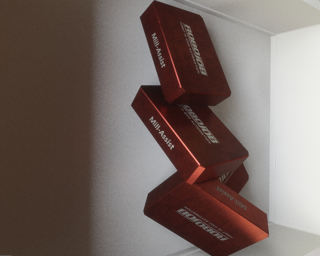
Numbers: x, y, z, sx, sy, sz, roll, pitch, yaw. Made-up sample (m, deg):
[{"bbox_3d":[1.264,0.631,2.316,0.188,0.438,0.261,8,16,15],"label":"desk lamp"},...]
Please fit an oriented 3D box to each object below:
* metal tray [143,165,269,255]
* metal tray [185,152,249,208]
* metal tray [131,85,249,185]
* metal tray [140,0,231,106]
[{"bbox_3d":[0.057,0.108,0.387,0.130,0.090,0.030,36,36,-15],"label":"metal tray"},{"bbox_3d":[0.077,0.084,0.468,0.131,0.030,0.090,-43,116,-31],"label":"metal tray"},{"bbox_3d":[0.035,0.001,0.376,0.091,0.030,0.130,-7,50,-42],"label":"metal tray"},{"bbox_3d":[0.033,-0.094,0.398,0.091,0.030,0.130,-1,66,-40],"label":"metal tray"}]
